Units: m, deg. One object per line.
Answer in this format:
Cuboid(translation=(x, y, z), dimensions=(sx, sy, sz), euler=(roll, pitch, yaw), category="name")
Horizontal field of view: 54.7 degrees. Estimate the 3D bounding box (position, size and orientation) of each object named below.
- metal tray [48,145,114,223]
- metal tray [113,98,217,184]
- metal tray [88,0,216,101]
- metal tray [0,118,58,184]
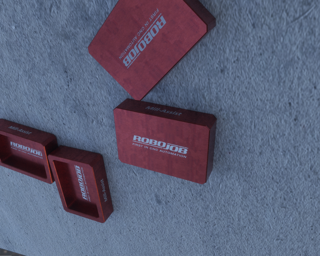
Cuboid(translation=(-0.135, 0.098, 0.535), dimensions=(0.090, 0.030, 0.129), euler=(9, 123, 23), category="metal tray")
Cuboid(translation=(0.005, 0.017, 0.411), dimensions=(0.130, 0.030, 0.089), euler=(12, 124, 21), category="metal tray")
Cuboid(translation=(-0.014, -0.102, 0.348), dimensions=(0.090, 0.030, 0.129), euler=(46, 129, -4), category="metal tray")
Cuboid(translation=(-0.242, 0.041, 0.556), dimensions=(0.130, 0.030, 0.089), euler=(14, 125, 20), category="metal tray")
